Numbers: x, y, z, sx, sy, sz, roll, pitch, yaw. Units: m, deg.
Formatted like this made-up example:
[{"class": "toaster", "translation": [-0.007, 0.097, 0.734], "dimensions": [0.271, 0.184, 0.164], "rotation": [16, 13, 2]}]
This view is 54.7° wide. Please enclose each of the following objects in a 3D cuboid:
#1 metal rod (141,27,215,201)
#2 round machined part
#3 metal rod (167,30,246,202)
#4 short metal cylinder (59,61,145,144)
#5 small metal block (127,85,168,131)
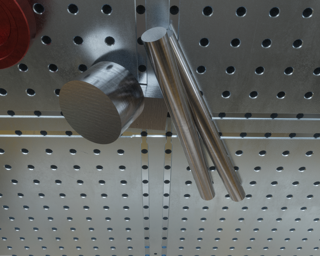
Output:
[{"class": "metal rod", "translation": [0.036, 0.009, 0.398], "dimensions": [0.025, 0.025, 0.299], "rotation": [-13, 136, 10]}, {"class": "round machined part", "translation": [-0.172, -0.110, 0.305], "dimensions": [0.099, 0.042, 0.097], "rotation": [0, 130, 0]}, {"class": "metal rod", "translation": [0.065, 0.006, 0.417], "dimensions": [0.025, 0.025, 0.299], "rotation": [-19, 128, 15]}, {"class": "short metal cylinder", "translation": [-0.065, -0.028, 0.351], "dimensions": [0.080, 0.050, 0.079], "rotation": [16, 130, 20]}, {"class": "small metal block", "translation": [-0.016, -0.026, 0.390], "dimensions": [0.050, 0.025, 0.050], "rotation": [5, 130, -4]}]
